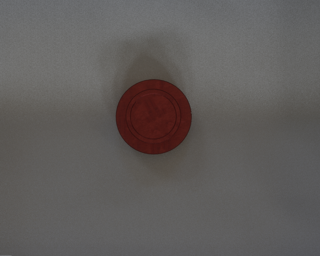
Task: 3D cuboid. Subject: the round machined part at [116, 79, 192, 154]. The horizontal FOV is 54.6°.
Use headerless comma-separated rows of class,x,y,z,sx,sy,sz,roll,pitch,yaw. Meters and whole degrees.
round machined part,-0.008,-0.014,0.400,0.099,0.042,0.097,0,90,0
